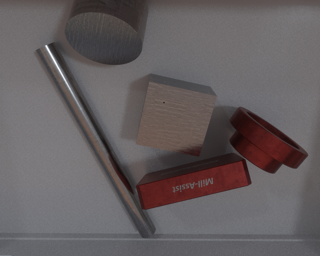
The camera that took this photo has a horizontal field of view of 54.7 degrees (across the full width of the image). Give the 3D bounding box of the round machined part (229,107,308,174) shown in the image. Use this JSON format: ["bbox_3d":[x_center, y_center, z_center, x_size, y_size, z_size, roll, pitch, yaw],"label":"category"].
[{"bbox_3d":[0.126,0.019,0.381,0.098,0.098,0.042,30,107,-11],"label":"round machined part"}]

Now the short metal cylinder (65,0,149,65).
[{"bbox_3d":[-0.056,-0.113,0.333,0.080,0.050,0.080,5,155,3],"label":"short metal cylinder"}]

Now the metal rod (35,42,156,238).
[{"bbox_3d":[-0.078,0.030,0.421,0.025,0.025,0.299,-23,109,8],"label":"metal rod"}]

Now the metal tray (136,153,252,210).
[{"bbox_3d":[0.042,0.065,0.398,0.131,0.090,0.030,-14,89,5],"label":"metal tray"}]

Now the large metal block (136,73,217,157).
[{"bbox_3d":[0.018,-0.017,0.392,0.081,0.050,0.079,12,110,-5],"label":"large metal block"}]
